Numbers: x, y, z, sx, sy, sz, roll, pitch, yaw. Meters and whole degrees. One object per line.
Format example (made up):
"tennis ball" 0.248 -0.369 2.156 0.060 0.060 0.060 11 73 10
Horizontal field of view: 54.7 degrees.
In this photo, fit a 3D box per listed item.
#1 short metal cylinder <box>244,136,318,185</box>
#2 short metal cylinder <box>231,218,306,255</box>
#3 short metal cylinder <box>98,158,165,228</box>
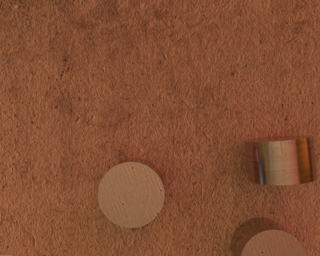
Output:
"short metal cylinder" 0.148 0.038 0.383 0.080 0.080 0.050 -5 90 0
"short metal cylinder" 0.137 0.162 0.398 0.081 0.050 0.080 0 90 0
"short metal cylinder" -0.035 0.080 0.397 0.081 0.050 0.080 0 90 0
